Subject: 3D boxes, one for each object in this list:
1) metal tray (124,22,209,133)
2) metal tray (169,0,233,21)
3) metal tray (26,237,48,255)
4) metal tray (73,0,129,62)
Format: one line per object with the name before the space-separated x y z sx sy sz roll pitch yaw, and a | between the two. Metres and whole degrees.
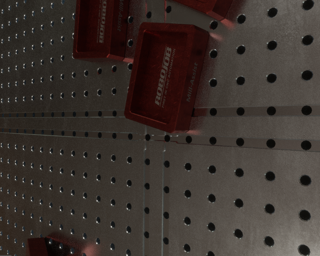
metal tray | 0.005 -0.066 0.400 0.090 0.030 0.129 18 102 38
metal tray | 0.038 -0.195 0.372 0.130 0.030 0.089 37 112 33
metal tray | -0.233 0.284 0.573 0.090 0.030 0.129 23 105 61
metal tray | -0.092 -0.171 0.479 0.090 0.030 0.129 9 96 39
